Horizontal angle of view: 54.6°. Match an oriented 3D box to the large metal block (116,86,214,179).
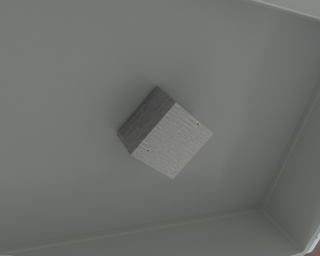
[{"bbox_3d":[0.007,0.007,0.396,0.080,0.050,0.080,-49,129,6],"label":"large metal block"}]
